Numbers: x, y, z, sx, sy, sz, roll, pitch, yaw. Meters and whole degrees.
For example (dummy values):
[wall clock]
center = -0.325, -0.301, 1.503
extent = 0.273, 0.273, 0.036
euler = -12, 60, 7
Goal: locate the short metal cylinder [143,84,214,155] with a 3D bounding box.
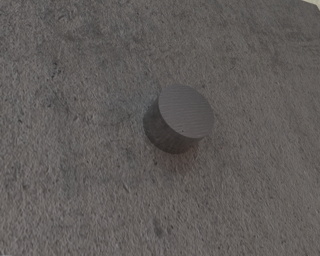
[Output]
[short metal cylinder]
center = 0.024, -0.011, 0.411
extent = 0.081, 0.050, 0.080
euler = 14, 56, -21
